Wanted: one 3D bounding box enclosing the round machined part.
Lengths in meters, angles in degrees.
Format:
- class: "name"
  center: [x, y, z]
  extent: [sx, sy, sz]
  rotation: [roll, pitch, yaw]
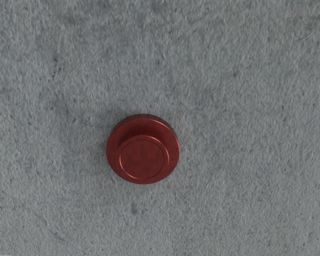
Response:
- class: "round machined part"
  center: [-0.023, 0.034, 0.413]
  extent: [0.099, 0.042, 0.097]
  rotation: [0, 110, -1]
